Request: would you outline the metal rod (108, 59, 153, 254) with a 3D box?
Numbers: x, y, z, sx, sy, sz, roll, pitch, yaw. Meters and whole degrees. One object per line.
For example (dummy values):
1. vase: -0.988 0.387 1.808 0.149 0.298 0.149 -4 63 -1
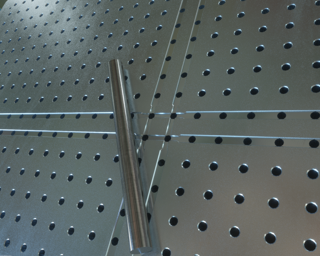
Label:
1. metal rod: -0.047 0.015 0.425 0.025 0.025 0.300 -23 53 14
